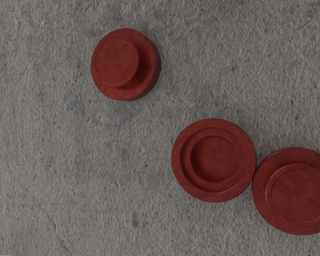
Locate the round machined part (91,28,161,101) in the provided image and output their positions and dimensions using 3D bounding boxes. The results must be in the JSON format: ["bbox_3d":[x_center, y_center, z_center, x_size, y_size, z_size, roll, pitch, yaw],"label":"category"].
[{"bbox_3d":[-0.052,-0.086,0.418,0.098,0.042,0.097,0,90,20],"label":"round machined part"}]

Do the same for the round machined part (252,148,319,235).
[{"bbox_3d":[0.153,0.071,0.344,0.098,0.042,0.097,0,91,18],"label":"round machined part"}]

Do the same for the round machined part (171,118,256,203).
[{"bbox_3d":[0.067,0.037,0.376,0.098,0.042,0.097,0,90,20],"label":"round machined part"}]
